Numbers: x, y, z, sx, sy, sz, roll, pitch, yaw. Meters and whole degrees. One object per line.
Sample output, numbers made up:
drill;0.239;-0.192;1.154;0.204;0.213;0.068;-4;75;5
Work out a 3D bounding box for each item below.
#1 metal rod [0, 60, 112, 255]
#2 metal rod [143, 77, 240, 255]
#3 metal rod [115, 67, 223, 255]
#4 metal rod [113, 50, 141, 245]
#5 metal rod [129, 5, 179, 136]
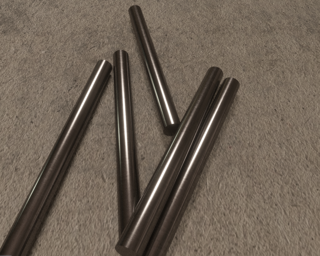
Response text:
metal rod;-0.115;0.016;0.387;0.025;0.025;0.300;9;50;7
metal rod;0.043;0.039;0.370;0.025;0.025;0.301;20;52;15
metal rod;0.028;0.014;0.374;0.025;0.025;0.301;18;47;14
metal rod;-0.046;-0.002;0.403;0.025;0.025;0.300;-5;50;-5
metal rod;-0.015;-0.110;0.495;0.025;0.025;0.300;-9;51;-8
